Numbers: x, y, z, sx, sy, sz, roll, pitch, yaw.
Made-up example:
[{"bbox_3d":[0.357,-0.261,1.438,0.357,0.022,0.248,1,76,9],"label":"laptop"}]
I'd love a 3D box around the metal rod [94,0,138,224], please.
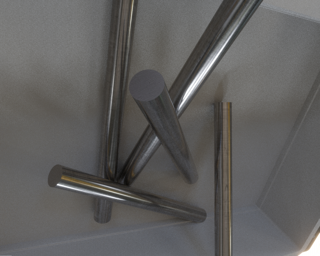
[{"bbox_3d":[-0.058,-0.003,0.376,0.025,0.025,0.298,-4,121,-27],"label":"metal rod"}]

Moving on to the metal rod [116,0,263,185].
[{"bbox_3d":[0.010,-0.016,0.326,0.025,0.025,0.298,0,144,-29],"label":"metal rod"}]

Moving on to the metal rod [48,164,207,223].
[{"bbox_3d":[-0.020,0.103,0.438,0.025,0.025,0.301,-52,136,8],"label":"metal rod"}]

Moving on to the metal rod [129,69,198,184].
[{"bbox_3d":[0.020,0.023,0.350,0.025,0.025,0.300,-37,157,-4],"label":"metal rod"}]

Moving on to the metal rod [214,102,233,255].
[{"bbox_3d":[0.090,0.113,0.441,0.025,0.025,0.298,-1,90,-29],"label":"metal rod"}]
